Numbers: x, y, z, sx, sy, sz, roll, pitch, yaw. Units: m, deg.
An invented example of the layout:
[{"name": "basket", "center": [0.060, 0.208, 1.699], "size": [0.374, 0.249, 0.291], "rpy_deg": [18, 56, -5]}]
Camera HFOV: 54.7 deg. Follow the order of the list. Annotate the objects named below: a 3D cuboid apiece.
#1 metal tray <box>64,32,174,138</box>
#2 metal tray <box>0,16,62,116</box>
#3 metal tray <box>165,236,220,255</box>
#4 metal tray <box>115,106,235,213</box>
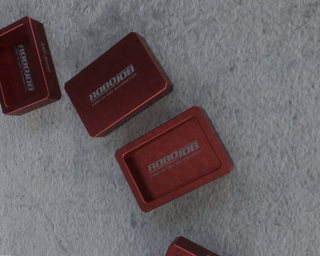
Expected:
[{"name": "metal tray", "center": [-0.059, -0.056, 0.426], "size": [0.130, 0.030, 0.090], "rpy_deg": [-33, 80, 16]}, {"name": "metal tray", "center": [-0.212, -0.093, 0.478], "size": [0.090, 0.030, 0.129], "rpy_deg": [-18, 84, 18]}, {"name": "metal tray", "center": [0.059, 0.195, 0.352], "size": [0.130, 0.030, 0.089], "rpy_deg": [22, 97, 18]}, {"name": "metal tray", "center": [0.017, 0.041, 0.399], "size": [0.130, 0.030, 0.090], "rpy_deg": [-30, 81, 17]}]
